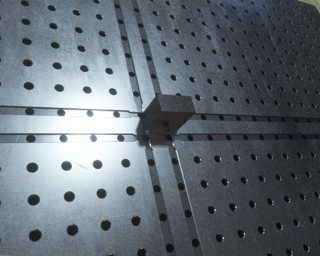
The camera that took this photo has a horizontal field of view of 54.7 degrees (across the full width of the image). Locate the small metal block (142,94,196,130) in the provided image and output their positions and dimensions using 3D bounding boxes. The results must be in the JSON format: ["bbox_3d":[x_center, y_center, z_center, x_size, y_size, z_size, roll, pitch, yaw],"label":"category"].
[{"bbox_3d":[0.011,-0.020,0.412,0.050,0.050,0.025,1,62,-28],"label":"small metal block"}]
